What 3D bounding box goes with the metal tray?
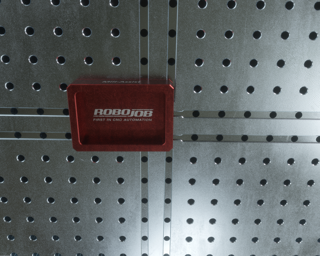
[{"bbox_3d":[-0.048,-0.016,0.404,0.131,0.030,0.089,0,110,0],"label":"metal tray"}]
